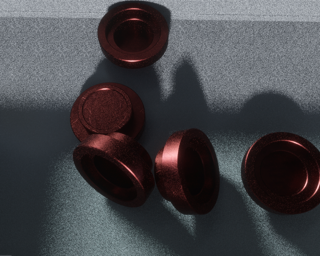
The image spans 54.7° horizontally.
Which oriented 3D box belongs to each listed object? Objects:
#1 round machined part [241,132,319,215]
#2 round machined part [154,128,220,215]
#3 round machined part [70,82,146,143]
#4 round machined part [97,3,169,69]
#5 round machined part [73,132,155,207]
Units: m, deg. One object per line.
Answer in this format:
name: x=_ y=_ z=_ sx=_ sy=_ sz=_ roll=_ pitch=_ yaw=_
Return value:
round machined part: x=0.149 y=0.057 z=0.382 sx=0.099 sy=0.042 sz=0.098 roll=0 pitch=70 yaw=-1
round machined part: x=0.030 y=0.051 z=0.363 sx=0.042 sy=0.098 sz=0.098 roll=-12 pitch=66 yaw=34
round machined part: x=-0.069 y=-0.017 z=0.406 sx=0.099 sy=0.042 sz=0.098 roll=0 pitch=70 yaw=-1
round machined part: x=-0.037 y=-0.127 z=0.447 sx=0.099 sy=0.042 sz=0.098 roll=0 pitch=70 yaw=-1
round machined part: x=-0.048 y=0.044 z=0.358 sx=0.098 sy=0.097 sz=0.042 roll=30 pitch=52 yaw=10
